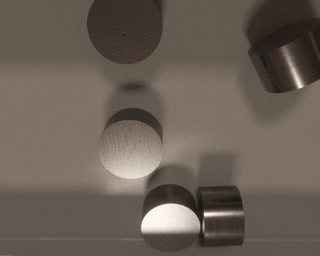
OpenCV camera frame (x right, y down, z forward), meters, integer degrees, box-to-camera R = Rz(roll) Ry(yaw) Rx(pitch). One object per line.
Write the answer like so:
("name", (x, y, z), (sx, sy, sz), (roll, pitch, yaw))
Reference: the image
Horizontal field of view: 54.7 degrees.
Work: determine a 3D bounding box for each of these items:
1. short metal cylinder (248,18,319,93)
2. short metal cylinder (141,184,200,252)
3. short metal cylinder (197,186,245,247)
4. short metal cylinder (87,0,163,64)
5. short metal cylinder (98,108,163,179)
("short metal cylinder", (0.149, -0.082, 0.354), (0.080, 0.080, 0.050), (-28, 108, 9))
("short metal cylinder", (0.015, 0.128, 0.446), (0.081, 0.050, 0.079), (0, 110, -1))
("short metal cylinder", (0.081, 0.121, 0.428), (0.050, 0.080, 0.079), (-2, 110, 0))
("short metal cylinder", (-0.038, -0.117, 0.354), (0.081, 0.050, 0.079), (0, 110, -1))
("short metal cylinder", (-0.036, 0.019, 0.405), (0.081, 0.050, 0.079), (0, 110, -1))
